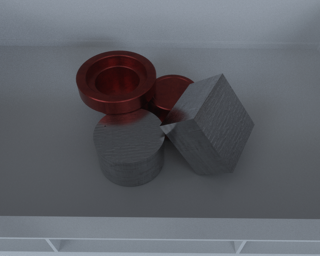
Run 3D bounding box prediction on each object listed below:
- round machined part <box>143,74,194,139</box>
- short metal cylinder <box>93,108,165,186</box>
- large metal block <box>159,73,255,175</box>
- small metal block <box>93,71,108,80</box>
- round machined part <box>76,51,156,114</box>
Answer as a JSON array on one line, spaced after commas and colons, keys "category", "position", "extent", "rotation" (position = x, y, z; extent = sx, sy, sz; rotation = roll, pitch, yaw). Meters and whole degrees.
[{"category": "round machined part", "position": [0.018, -0.035, 0.419], "extent": [0.099, 0.042, 0.098], "rotation": [0, 50, 0]}, {"category": "short metal cylinder", "position": [-0.035, 0.022, 0.368], "extent": [0.081, 0.050, 0.080], "rotation": [0, 50, 0]}, {"category": "large metal block", "position": [0.058, -0.003, 0.362], "extent": [0.050, 0.080, 0.080], "rotation": [-13, 33, 46]}, {"category": "small metal block", "position": [-0.082, -0.067, 0.441], "extent": [0.025, 0.050, 0.050], "rotation": [37, 59, 26]}, {"category": "round machined part", "position": [-0.054, -0.053, 0.398], "extent": [0.099, 0.042, 0.098], "rotation": [0, 50, 0]}]
